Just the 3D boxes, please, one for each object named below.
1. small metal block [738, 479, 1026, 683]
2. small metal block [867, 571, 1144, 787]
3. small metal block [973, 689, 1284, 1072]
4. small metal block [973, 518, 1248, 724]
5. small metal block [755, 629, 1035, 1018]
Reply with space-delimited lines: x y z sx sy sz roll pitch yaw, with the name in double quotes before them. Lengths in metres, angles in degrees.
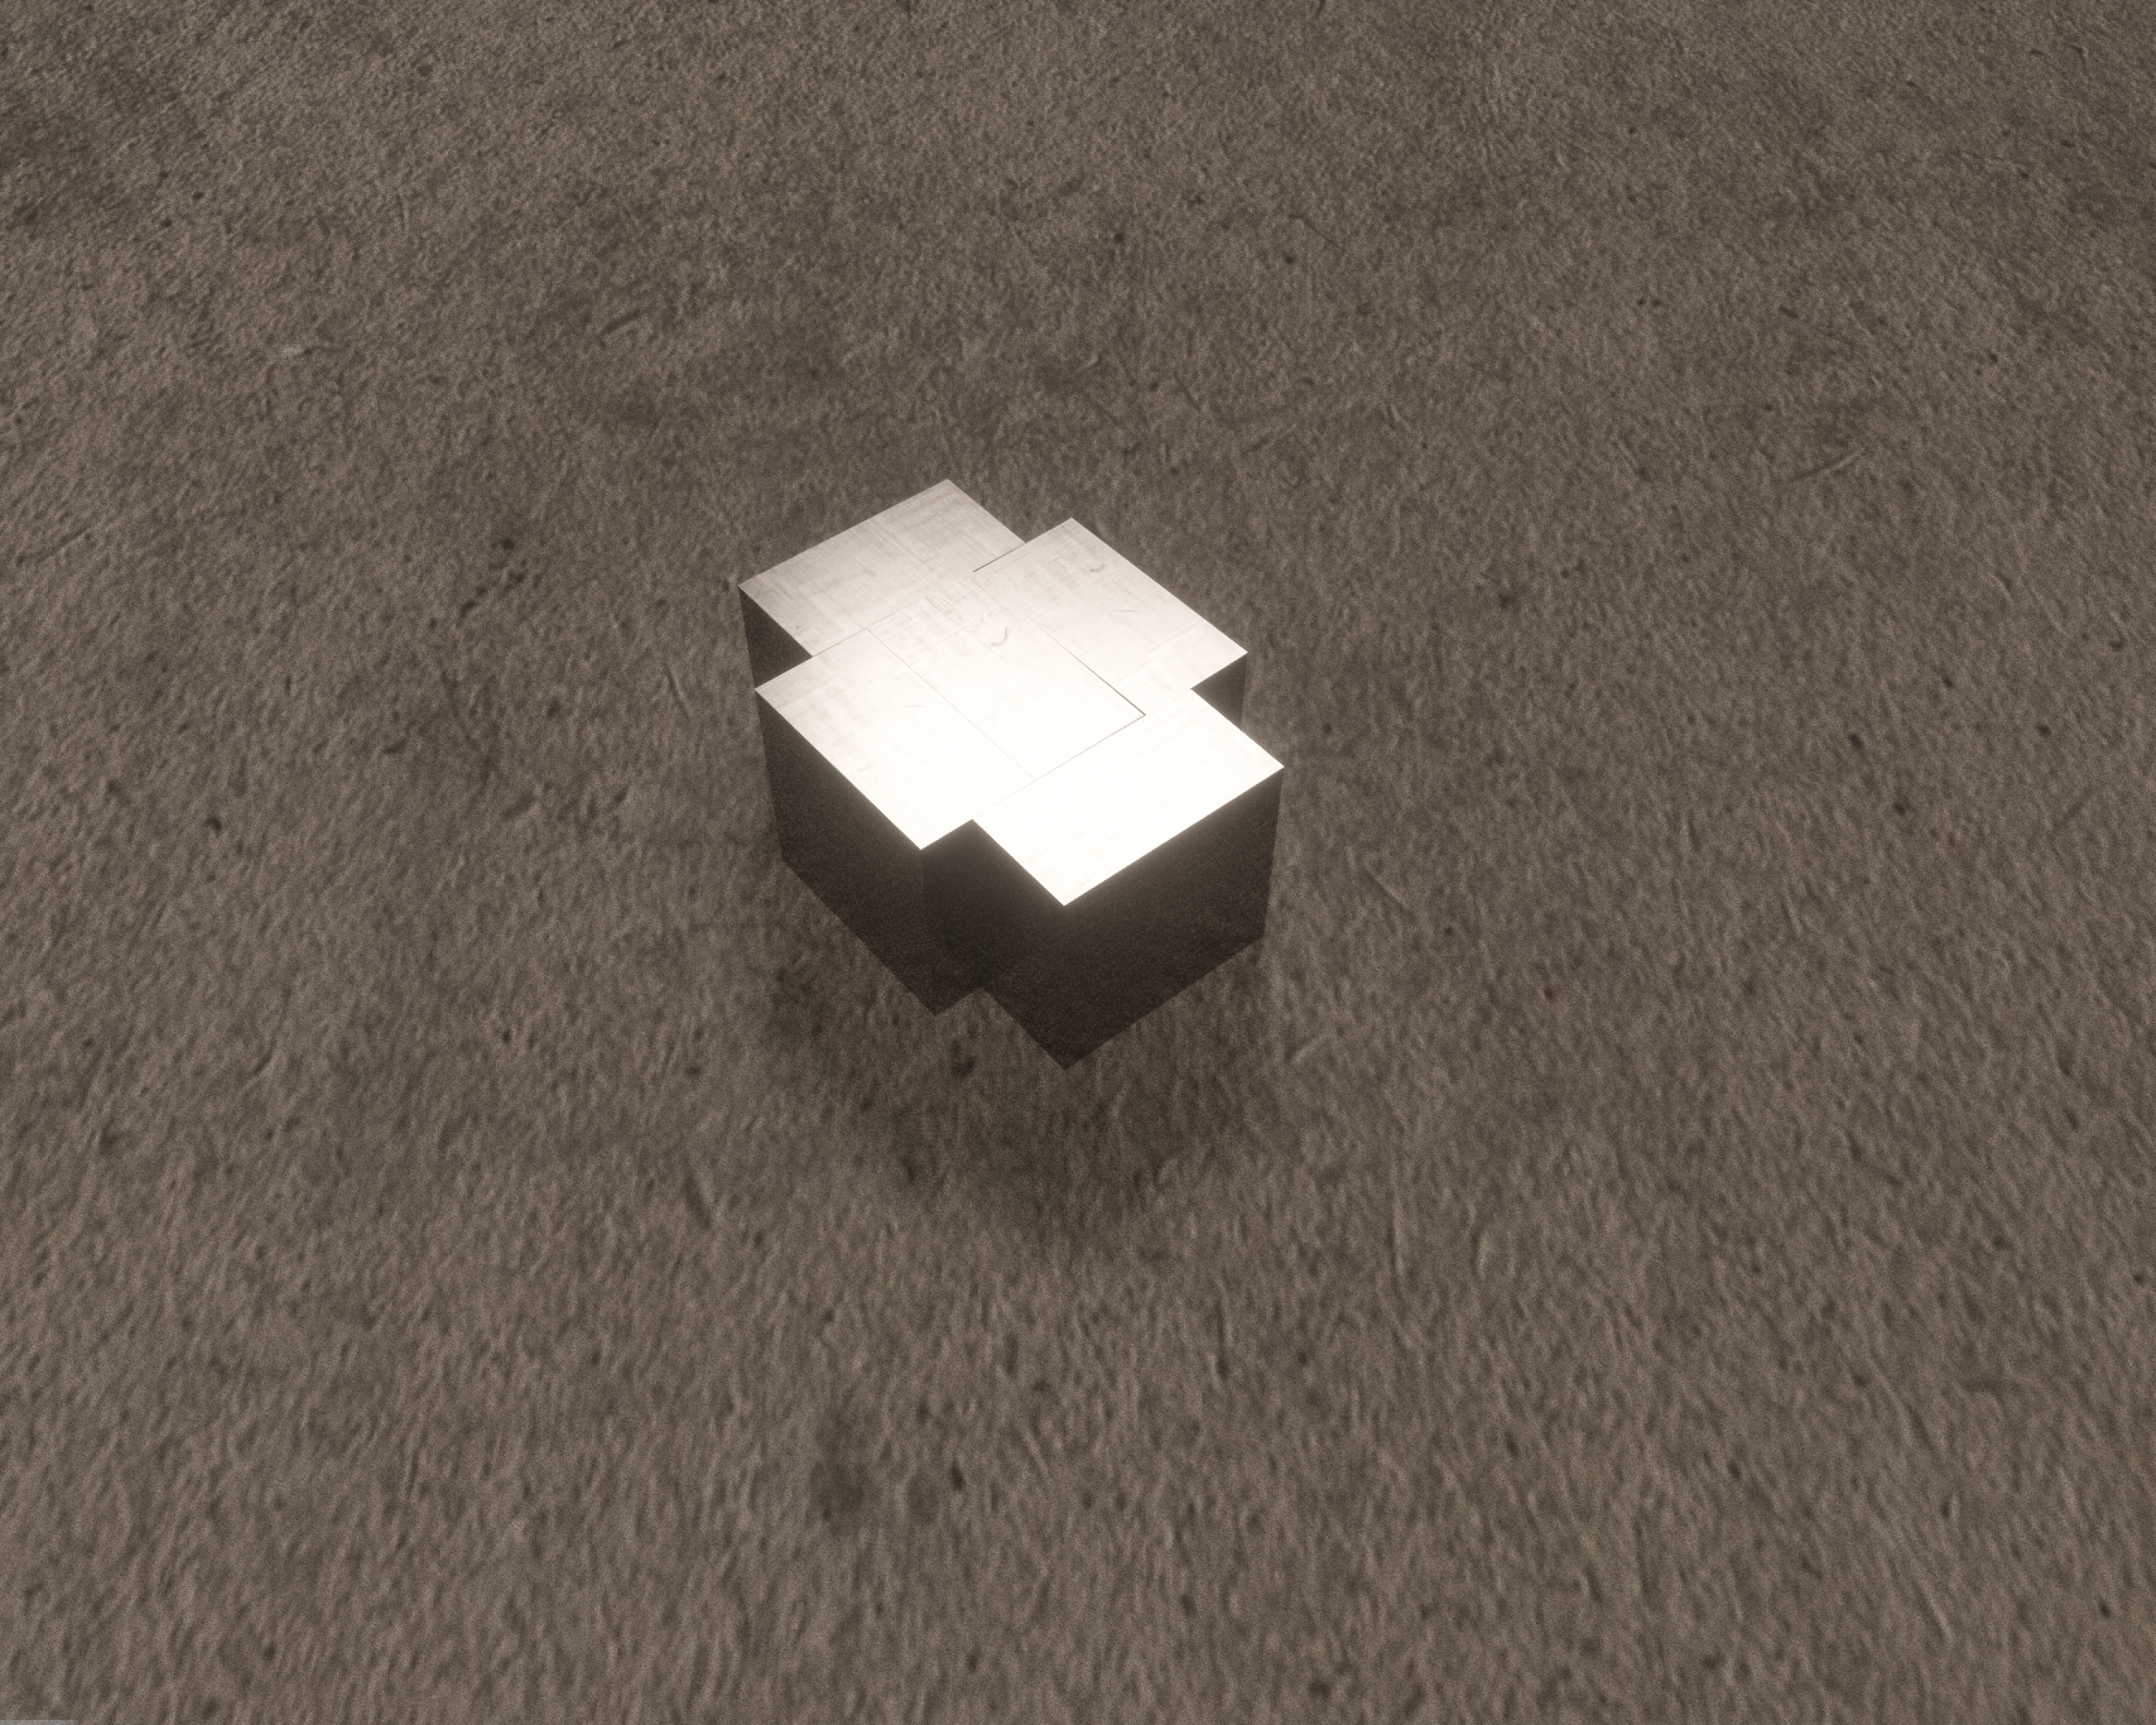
"small metal block" -0.038 -0.042 0.422 0.050 0.050 0.025 -32 57 -24
"small metal block" -0.014 -0.019 0.404 0.025 0.050 0.050 -33 58 -24
"small metal block" 0.009 0.004 0.385 0.050 0.050 0.025 -32 57 -24
"small metal block" 0.006 -0.032 0.414 0.025 0.050 0.050 -34 58 -25
"small metal block" -0.033 -0.007 0.393 0.025 0.050 0.050 -33 58 -24
